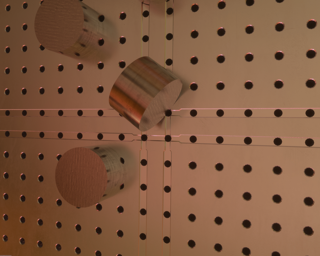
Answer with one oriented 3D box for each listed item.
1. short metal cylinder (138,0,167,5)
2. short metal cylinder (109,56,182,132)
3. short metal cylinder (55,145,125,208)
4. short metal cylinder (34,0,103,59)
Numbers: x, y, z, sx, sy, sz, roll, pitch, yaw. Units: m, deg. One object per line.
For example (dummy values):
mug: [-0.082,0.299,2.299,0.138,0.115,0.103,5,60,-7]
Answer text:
short metal cylinder: [-0.014,-0.210,0.404,0.080,0.050,0.079,0,90,19]
short metal cylinder: [-0.017,-0.042,0.389,0.050,0.080,0.080,39,102,15]
short metal cylinder: [-0.096,0.065,0.432,0.080,0.050,0.079,0,90,19]
short metal cylinder: [-0.129,-0.144,0.443,0.080,0.050,0.079,0,90,19]
